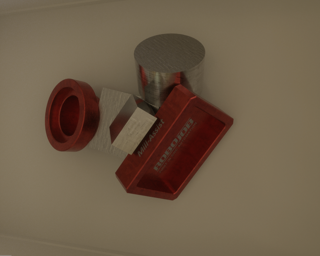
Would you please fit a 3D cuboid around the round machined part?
[{"bbox_3d":[-0.114,-0.016,0.426,0.098,0.042,0.097,-6,81,42],"label":"round machined part"}]

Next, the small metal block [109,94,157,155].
[{"bbox_3d":[-0.032,-0.006,0.351,0.025,0.050,0.050,31,103,-22],"label":"small metal block"}]

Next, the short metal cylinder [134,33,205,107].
[{"bbox_3d":[0.012,-0.069,0.368,0.080,0.080,0.050,17,140,19],"label":"short metal cylinder"}]

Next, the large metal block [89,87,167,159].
[{"bbox_3d":[-0.037,-0.003,0.408,0.080,0.050,0.079,16,95,19],"label":"large metal block"}]

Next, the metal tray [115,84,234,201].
[{"bbox_3d":[0.019,0.023,0.366,0.129,0.090,0.030,-55,47,11],"label":"metal tray"}]
